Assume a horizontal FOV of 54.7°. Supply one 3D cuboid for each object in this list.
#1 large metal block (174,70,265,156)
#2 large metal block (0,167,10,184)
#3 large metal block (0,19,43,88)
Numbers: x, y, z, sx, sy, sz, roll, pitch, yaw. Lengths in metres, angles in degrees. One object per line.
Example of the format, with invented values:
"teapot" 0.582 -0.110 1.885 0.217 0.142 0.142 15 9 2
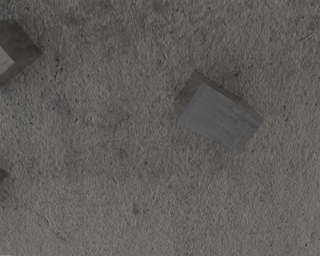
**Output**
"large metal block" 0.066 -0.022 0.373 0.080 0.080 0.050 29 108 -10
"large metal block" -0.262 0.092 0.412 0.050 0.080 0.080 40 105 -13
"large metal block" -0.193 -0.076 0.351 0.080 0.080 0.050 -34 107 12
